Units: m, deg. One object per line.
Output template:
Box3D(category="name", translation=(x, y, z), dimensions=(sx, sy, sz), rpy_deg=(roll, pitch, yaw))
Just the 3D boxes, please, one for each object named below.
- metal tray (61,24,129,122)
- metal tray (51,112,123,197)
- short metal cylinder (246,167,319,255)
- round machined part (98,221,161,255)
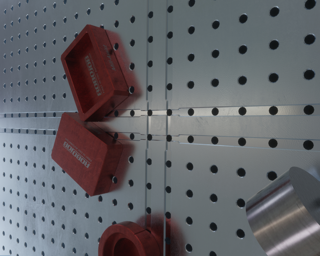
Box3D(category="metal tray", translation=(-0.107, -0.086, 0.494), dimensions=(0.090, 0.030, 0.130), rpy_deg=(-35, 69, 34))
Box3D(category="metal tray", translation=(-0.124, 0.039, 0.509), dimensions=(0.130, 0.030, 0.089), rpy_deg=(32, 110, 35))
Box3D(category="short metal cylinder", translation=(0.123, 0.081, 0.272), dimensions=(0.050, 0.081, 0.080), rpy_deg=(-48, 62, 29))
Box3D(category="round machined part", translation=(-0.038, 0.178, 0.430), dimensions=(0.098, 0.042, 0.097), rpy_deg=(0, 90, 40))
